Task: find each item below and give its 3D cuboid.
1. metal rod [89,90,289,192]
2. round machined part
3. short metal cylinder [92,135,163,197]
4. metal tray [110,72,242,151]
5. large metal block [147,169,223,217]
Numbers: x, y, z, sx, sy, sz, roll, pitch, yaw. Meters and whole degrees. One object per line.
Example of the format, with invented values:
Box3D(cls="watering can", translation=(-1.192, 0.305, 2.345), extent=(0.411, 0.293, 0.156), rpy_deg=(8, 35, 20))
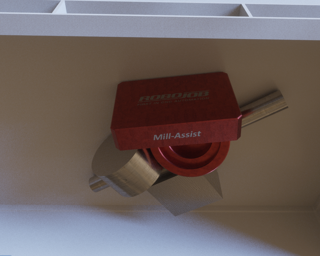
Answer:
Box3D(cls="metal rod", translation=(0.025, 0.026, 0.430), extent=(0.300, 0.025, 0.025), rpy_deg=(-26, 126, 20))
Box3D(cls="round machined part", translation=(0.038, 0.008, 0.385), extent=(0.098, 0.042, 0.097), rpy_deg=(4, 106, 14))
Box3D(cls="short metal cylinder", translation=(-0.042, 0.043, 0.407), extent=(0.080, 0.080, 0.050), rpy_deg=(-27, 125, 20))
Box3D(cls="metal tray", translation=(0.016, -0.021, 0.345), extent=(0.131, 0.090, 0.030), rpy_deg=(-5, 130, 3))
Box3D(cls="large metal block", translation=(0.035, 0.077, 0.455), extent=(0.080, 0.050, 0.080), rpy_deg=(-26, 126, 20))
